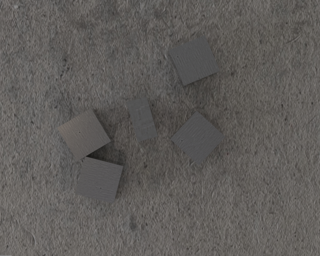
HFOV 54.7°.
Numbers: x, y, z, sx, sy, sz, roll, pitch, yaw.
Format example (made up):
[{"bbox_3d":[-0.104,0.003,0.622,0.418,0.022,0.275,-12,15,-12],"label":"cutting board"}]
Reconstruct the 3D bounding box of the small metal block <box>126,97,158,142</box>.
[{"bbox_3d":[-0.021,-0.011,0.397,0.025,0.050,0.050,-16,90,0],"label":"small metal block"}]

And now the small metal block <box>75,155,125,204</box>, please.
[{"bbox_3d":[-0.078,0.067,0.409,0.050,0.025,0.050,15,90,0],"label":"small metal block"}]

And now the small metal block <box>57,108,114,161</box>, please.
[{"bbox_3d":[-0.097,0.008,0.409,0.050,0.025,0.050,-31,90,0],"label":"small metal block"}]

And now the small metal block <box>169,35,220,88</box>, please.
[{"bbox_3d":[0.044,-0.087,0.410,0.050,0.025,0.050,-23,90,0],"label":"small metal block"}]

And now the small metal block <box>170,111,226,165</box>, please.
[{"bbox_3d":[0.049,0.013,0.410,0.050,0.025,0.050,43,90,0],"label":"small metal block"}]
